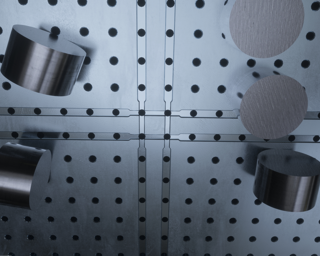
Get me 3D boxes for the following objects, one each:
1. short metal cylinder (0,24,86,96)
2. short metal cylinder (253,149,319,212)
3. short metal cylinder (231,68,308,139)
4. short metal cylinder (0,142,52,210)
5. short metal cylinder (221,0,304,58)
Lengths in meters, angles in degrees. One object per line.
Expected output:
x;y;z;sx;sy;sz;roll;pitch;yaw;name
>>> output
-0.132;-0.077;0.354;0.080;0.080;0.050;23;108;-9;short metal cylinder
0.168;0.067;0.411;0.081;0.080;0.050;1;110;-1;short metal cylinder
0.135;-0.032;0.390;0.081;0.050;0.079;0;110;-1;short metal cylinder
-0.181;0.063;0.405;0.050;0.080;0.079;11;110;-5;short metal cylinder
0.115;-0.124;0.356;0.081;0.050;0.079;0;110;0;short metal cylinder
